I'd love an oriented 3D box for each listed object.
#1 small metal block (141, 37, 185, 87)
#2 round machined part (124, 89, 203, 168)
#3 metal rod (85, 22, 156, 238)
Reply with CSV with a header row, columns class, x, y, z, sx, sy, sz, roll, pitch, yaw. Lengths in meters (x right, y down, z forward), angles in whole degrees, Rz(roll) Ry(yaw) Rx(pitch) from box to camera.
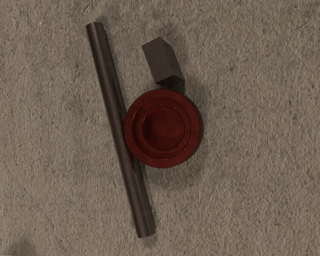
class,x,y,z,sx,sy,sz,roll,pitch,yaw
small metal block,0.005,-0.081,0.393,0.025,0.050,0.050,-22,83,18
round machined part,0.007,0.000,0.397,0.098,0.042,0.097,0,90,19
metal rod,-0.056,-0.001,0.427,0.025,0.025,0.298,-16,85,19
